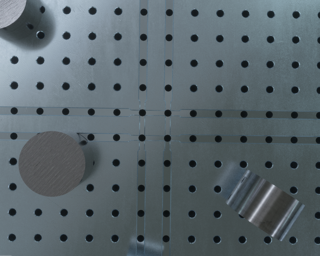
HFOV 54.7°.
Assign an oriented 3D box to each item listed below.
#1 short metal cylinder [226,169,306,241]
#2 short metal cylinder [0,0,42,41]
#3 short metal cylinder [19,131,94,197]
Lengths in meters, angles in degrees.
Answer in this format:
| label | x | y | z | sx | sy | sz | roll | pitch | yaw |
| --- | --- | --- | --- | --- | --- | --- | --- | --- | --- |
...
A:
| label | x | y | z | sx | sy | sz | roll | pitch | yaw |
| --- | --- | --- | --- | --- | --- | --- | --- | --- | --- |
| short metal cylinder | 0.130 | 0.095 | 0.388 | 0.080 | 0.080 | 0.050 | 33 | 90 | -1 |
| short metal cylinder | -0.201 | -0.159 | 0.398 | 0.081 | 0.050 | 0.079 | 0 | 90 | -1 |
| short metal cylinder | -0.131 | 0.043 | 0.399 | 0.081 | 0.050 | 0.079 | 0 | 90 | -1 |
